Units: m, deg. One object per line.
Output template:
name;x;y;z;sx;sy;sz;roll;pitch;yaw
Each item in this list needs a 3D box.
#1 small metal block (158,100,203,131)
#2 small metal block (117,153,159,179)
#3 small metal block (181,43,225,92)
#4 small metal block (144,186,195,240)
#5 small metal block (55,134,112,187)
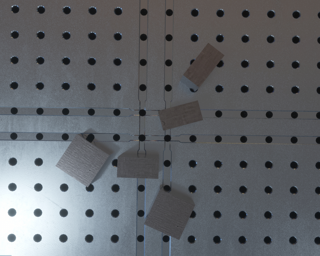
small metal block;0.025;-0.015;0.401;0.050;0.050;0.025;-15;90;0
small metal block;-0.027;0.048;0.401;0.050;0.050;0.025;2;90;-1
small metal block;0.053;-0.077;0.402;0.025;0.050;0.050;38;90;-1
small metal block;0.012;0.112;0.414;0.050;0.025;0.050;24;90;-1
small metal block;-0.100;0.042;0.412;0.050;0.025;0.050;34;90;-1
